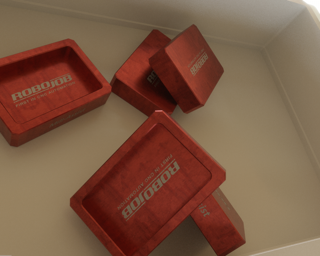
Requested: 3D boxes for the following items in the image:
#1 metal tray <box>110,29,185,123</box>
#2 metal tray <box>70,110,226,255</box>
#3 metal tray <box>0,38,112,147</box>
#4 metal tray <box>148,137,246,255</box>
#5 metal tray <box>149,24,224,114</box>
[{"bbox_3d":[-0.003,-0.079,0.450,0.090,0.030,0.130,35,51,-6],"label":"metal tray"},{"bbox_3d":[-0.012,0.058,0.301,0.090,0.130,0.030,45,6,12],"label":"metal tray"},{"bbox_3d":[-0.133,-0.047,0.359,0.131,0.030,0.090,-33,81,-38],"label":"metal tray"},{"bbox_3d":[0.044,0.069,0.351,0.130,0.030,0.090,55,9,11],"label":"metal tray"},{"bbox_3d":[0.044,-0.090,0.449,0.090,0.030,0.131,54,37,-14],"label":"metal tray"}]
